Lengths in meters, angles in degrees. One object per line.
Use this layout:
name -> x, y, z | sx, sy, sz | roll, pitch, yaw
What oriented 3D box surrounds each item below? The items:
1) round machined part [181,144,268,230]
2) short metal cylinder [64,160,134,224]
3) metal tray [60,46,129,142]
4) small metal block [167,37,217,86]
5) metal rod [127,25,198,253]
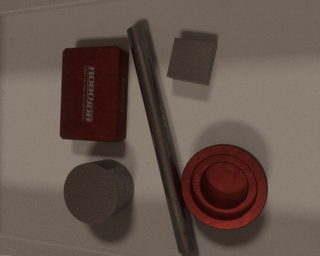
round machined part -> 0.079, 0.068, 0.373 | 0.098, 0.042, 0.097 | 0, 90, 19
short metal cylinder -> -0.083, 0.085, 0.425 | 0.080, 0.050, 0.079 | 0, 90, 19
metal tray -> -0.094, -0.047, 0.440 | 0.090, 0.030, 0.129 | 3, 91, 19
small metal block -> 0.041, -0.084, 0.396 | 0.050, 0.025, 0.050 | 13, 94, 19
metal rod -> 0.001, 0.011, 0.409 | 0.025, 0.025, 0.298 | -15, 85, 19
